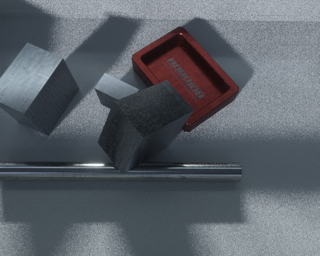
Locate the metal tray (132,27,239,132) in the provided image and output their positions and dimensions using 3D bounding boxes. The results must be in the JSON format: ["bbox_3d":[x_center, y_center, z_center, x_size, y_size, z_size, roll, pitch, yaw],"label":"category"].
[{"bbox_3d":[0.033,-0.070,0.432,0.090,0.030,0.130,-35,74,-12],"label":"metal tray"}]

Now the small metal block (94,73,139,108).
[{"bbox_3d":[-0.054,-0.041,0.411,0.050,0.050,0.025,27,72,9],"label":"small metal block"}]

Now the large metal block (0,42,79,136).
[{"bbox_3d":[-0.155,-0.046,0.395,0.050,0.080,0.080,25,72,8],"label":"large metal block"}]

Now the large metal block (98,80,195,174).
[{"bbox_3d":[-0.018,-0.001,0.366,0.081,0.080,0.050,-28,71,-38],"label":"large metal block"}]

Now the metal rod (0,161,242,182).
[{"bbox_3d":[-0.051,0.055,0.389,0.302,0.025,0.025,0,70,-1],"label":"metal rod"}]
